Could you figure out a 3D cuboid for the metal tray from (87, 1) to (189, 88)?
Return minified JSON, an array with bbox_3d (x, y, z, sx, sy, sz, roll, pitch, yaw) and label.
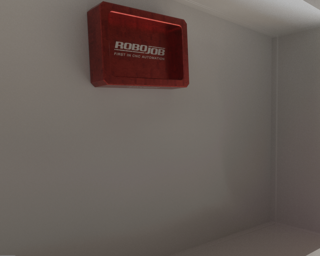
[{"bbox_3d":[-0.022,-0.095,0.383,0.131,0.030,0.090,-4,93,-40],"label":"metal tray"}]
